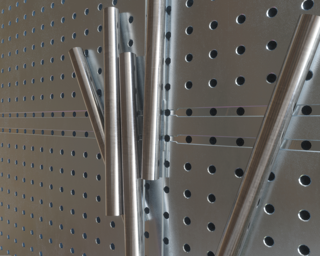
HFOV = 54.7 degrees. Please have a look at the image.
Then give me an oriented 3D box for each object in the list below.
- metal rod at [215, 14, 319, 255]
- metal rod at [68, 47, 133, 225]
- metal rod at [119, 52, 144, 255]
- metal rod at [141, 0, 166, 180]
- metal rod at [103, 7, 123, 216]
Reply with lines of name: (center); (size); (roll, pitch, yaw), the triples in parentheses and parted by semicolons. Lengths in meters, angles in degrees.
metal rod: (0.104, 0.037, 0.322); (0.025, 0.025, 0.298); (25, 106, 37)
metal rod: (-0.090, 0.004, 0.480); (0.025, 0.025, 0.299); (-33, 70, 35)
metal rod: (-0.040, 0.043, 0.426); (0.025, 0.025, 0.298); (-9, 80, 39)
metal rod: (-0.008, -0.081, 0.413); (0.025, 0.025, 0.298); (4, 92, 39)
metal rod: (-0.068, -0.029, 0.445); (0.025, 0.025, 0.298); (-9, 79, 39)
